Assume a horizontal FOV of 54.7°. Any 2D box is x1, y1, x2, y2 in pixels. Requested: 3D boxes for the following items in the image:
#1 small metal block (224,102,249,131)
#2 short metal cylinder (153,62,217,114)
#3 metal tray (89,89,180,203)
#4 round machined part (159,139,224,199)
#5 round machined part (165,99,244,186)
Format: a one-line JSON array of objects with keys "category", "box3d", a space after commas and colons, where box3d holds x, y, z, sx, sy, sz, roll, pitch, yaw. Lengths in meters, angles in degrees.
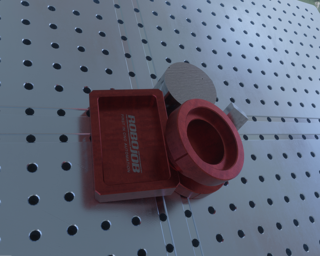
[{"category": "small metal block", "box3d": [0.095, -0.007, 0.437, 0.025, 0.050, 0.050, 40, 16, -2]}, {"category": "short metal cylinder", "box3d": [0.032, -0.046, 0.439, 0.081, 0.050, 0.080, 14, 56, -21]}, {"category": "metal tray", "box3d": [-0.034, 0.016, 0.364, 0.091, 0.030, 0.130, -3, 62, -14]}, {"category": "round machined part", "box3d": [0.048, 0.038, 0.401, 0.099, 0.042, 0.098, 14, 56, -21]}, {"category": "round machined part", "box3d": [0.045, 0.019, 0.350, 0.099, 0.042, 0.098, 21, 52, -29]}]
